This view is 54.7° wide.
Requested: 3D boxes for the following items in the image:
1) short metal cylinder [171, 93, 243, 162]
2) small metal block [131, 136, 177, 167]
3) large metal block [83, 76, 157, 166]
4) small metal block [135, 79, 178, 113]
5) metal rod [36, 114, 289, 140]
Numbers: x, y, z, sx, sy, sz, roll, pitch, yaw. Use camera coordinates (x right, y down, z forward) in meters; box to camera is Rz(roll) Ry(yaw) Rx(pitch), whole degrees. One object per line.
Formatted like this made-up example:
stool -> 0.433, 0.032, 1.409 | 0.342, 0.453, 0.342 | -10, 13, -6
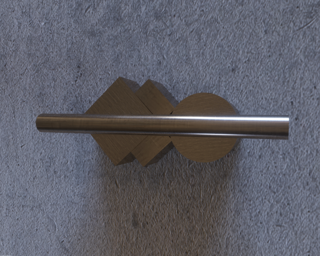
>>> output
short metal cylinder -> 0.057, -0.001, 0.376 | 0.080, 0.050, 0.080 | 0, 90, 20
small metal block -> -0.002, 0.022, 0.399 | 0.050, 0.050, 0.025 | -44, 77, 15
large metal block -> -0.045, -0.009, 0.411 | 0.080, 0.050, 0.080 | -44, 77, 14
small metal block -> 0.002, -0.033, 0.397 | 0.025, 0.050, 0.050 | -44, 77, 15
metal rod -> -0.014, -0.004, 0.360 | 0.301, 0.025, 0.025 | 1, 91, 19
